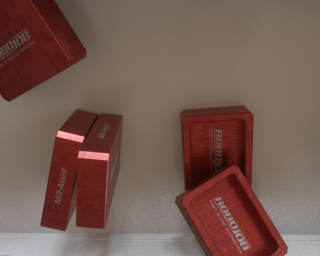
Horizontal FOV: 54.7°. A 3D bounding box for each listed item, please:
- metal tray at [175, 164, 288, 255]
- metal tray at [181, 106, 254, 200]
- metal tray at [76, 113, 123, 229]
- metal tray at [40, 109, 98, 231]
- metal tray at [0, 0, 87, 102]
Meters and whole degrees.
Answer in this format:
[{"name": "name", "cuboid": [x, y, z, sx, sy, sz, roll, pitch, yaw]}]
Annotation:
[{"name": "metal tray", "cuboid": [0.091, 0.124, 0.397, 0.091, 0.030, 0.130, -29, 85, -18]}, {"name": "metal tray", "cuboid": [0.077, 0.038, 0.423, 0.091, 0.030, 0.129, -4, 110, 1]}, {"name": "metal tray", "cuboid": [-0.069, 0.044, 0.371, 0.030, 0.130, 0.089, 6, 110, -2]}, {"name": "metal tray", "cuboid": [-0.113, 0.051, 0.393, 0.030, 0.090, 0.129, 14, 109, -6]}, {"name": "metal tray", "cuboid": [-0.154, -0.091, 0.344, 0.130, 0.030, 0.090, -18, 112, 34]}]
